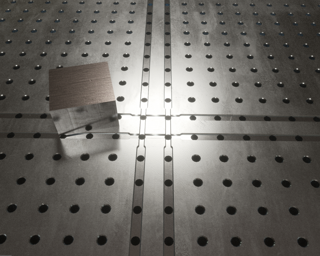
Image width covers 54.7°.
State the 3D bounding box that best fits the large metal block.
[{"bbox_3d":[-0.104,-0.041,0.425,0.081,0.050,0.080,-10,51,-9],"label":"large metal block"}]
